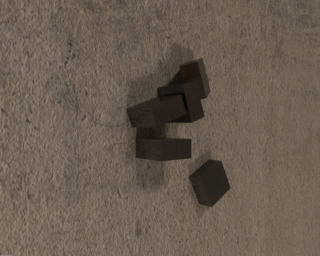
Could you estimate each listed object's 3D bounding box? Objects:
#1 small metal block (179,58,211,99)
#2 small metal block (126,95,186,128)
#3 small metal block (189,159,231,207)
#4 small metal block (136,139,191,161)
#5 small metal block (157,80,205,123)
[{"bbox_3d":[0.050,-0.068,0.434,0.050,0.025,0.050,-50,126,-67],"label":"small metal block"},{"bbox_3d":[-0.005,-0.021,0.386,0.050,0.050,0.025,-26,107,-37],"label":"small metal block"},{"bbox_3d":[0.077,0.083,0.472,0.050,0.025,0.050,-34,111,-35],"label":"small metal block"},{"bbox_3d":[0.004,0.026,0.394,0.050,0.050,0.025,0,91,-40],"label":"small metal block"},{"bbox_3d":[0.027,-0.034,0.413,0.025,0.050,0.050,-24,106,-37],"label":"small metal block"}]
